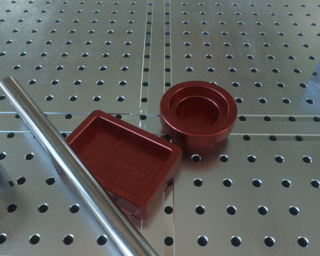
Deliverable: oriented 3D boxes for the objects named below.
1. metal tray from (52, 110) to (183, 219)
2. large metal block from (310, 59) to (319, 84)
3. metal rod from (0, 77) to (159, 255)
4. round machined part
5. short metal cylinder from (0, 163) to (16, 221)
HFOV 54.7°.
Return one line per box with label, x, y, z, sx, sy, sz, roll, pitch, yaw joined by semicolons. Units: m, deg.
metal tray;-0.050;0.038;0.371;0.130;0.030;0.090;24;54;18
large metal block;0.295;-0.094;0.474;0.080;0.050;0.080;36;58;26
metal rod;-0.105;0.031;0.339;0.025;0.025;0.300;-33;58;-25
round machined part;0.049;-0.015;0.410;0.099;0.042;0.098;0;50;0
short metal cylinder;-0.206;0.067;0.333;0.081;0.050;0.080;0;50;0
